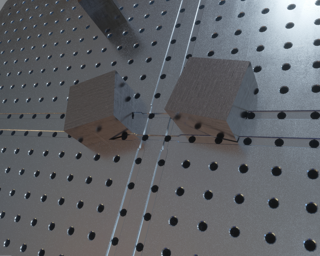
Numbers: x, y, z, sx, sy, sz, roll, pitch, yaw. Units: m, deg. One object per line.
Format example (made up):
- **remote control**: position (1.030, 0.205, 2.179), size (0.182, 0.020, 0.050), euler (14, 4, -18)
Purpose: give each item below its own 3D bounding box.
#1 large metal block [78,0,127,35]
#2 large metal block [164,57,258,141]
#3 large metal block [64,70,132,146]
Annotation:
- **large metal block**: position (-0.113, -0.236, 0.579), size (0.050, 0.080, 0.080), euler (-31, 52, 9)
- **large metal block**: position (0.065, -0.038, 0.382), size (0.080, 0.050, 0.080), euler (13, 68, 33)
- **large metal block**: position (-0.088, -0.028, 0.457), size (0.080, 0.050, 0.080), euler (-16, 55, 19)
